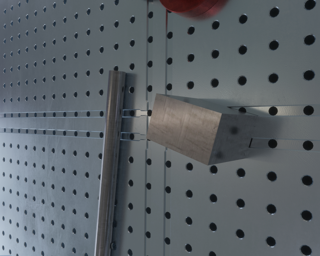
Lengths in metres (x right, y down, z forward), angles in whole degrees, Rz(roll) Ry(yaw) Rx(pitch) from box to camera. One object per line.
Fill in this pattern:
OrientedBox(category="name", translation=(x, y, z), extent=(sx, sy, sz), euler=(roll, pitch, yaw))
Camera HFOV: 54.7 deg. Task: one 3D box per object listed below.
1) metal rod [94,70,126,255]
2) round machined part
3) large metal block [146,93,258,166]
OrientedBox(category="metal rod", translation=(-0.077, 0.064, 0.472), extent=(0.025, 0.025, 0.298), euler=(9, 96, 39))
OrientedBox(category="round machined part", translation=(0.031, -0.189, 0.372), extent=(0.098, 0.042, 0.097), euler=(0, 90, 40))
OrientedBox(category="large metal block", translation=(0.046, -0.001, 0.336), extent=(0.080, 0.081, 0.050), euler=(22, 104, 38))
